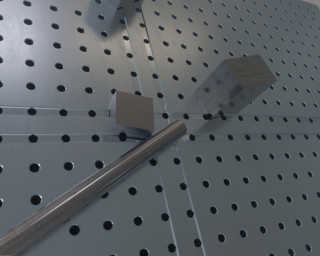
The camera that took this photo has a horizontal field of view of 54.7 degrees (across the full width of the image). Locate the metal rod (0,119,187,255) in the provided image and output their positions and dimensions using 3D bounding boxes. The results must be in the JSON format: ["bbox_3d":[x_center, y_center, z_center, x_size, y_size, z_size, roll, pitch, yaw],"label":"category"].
[{"bbox_3d":[-0.073,0.065,0.329,0.302,0.025,0.025,-33,81,-38],"label":"metal rod"}]

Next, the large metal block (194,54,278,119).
[{"bbox_3d":[0.114,-0.063,0.473,0.081,0.080,0.050,-17,71,-35],"label":"large metal block"}]

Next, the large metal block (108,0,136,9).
[{"bbox_3d":[-0.049,-0.252,0.500,0.050,0.080,0.080,44,51,2],"label":"large metal block"}]

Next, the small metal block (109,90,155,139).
[{"bbox_3d":[-0.036,-0.016,0.398,0.050,0.025,0.050,10,57,-23],"label":"small metal block"}]
